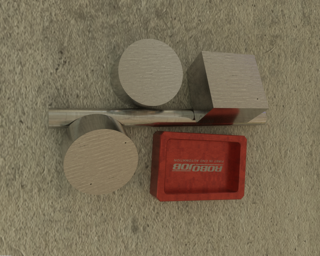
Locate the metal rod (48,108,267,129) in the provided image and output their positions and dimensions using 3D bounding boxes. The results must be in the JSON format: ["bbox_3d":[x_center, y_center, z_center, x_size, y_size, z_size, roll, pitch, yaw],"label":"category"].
[{"bbox_3d":[0.011,-0.014,0.416,0.303,0.025,0.025,-1,91,-20],"label":"metal rod"}]

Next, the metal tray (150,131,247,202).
[{"bbox_3d":[0.055,0.052,0.427,0.131,0.030,0.089,4,89,-20],"label":"metal tray"}]

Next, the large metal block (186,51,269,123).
[{"bbox_3d":[0.088,-0.053,0.416,0.081,0.050,0.080,-1,69,-20],"label":"large metal block"}]

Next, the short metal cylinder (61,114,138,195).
[{"bbox_3d":[-0.071,0.029,0.358,0.081,0.050,0.079,-8,113,-18],"label":"short metal cylinder"}]

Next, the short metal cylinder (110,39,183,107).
[{"bbox_3d":[-0.018,-0.066,0.390,0.081,0.050,0.080,0,90,-20],"label":"short metal cylinder"}]
